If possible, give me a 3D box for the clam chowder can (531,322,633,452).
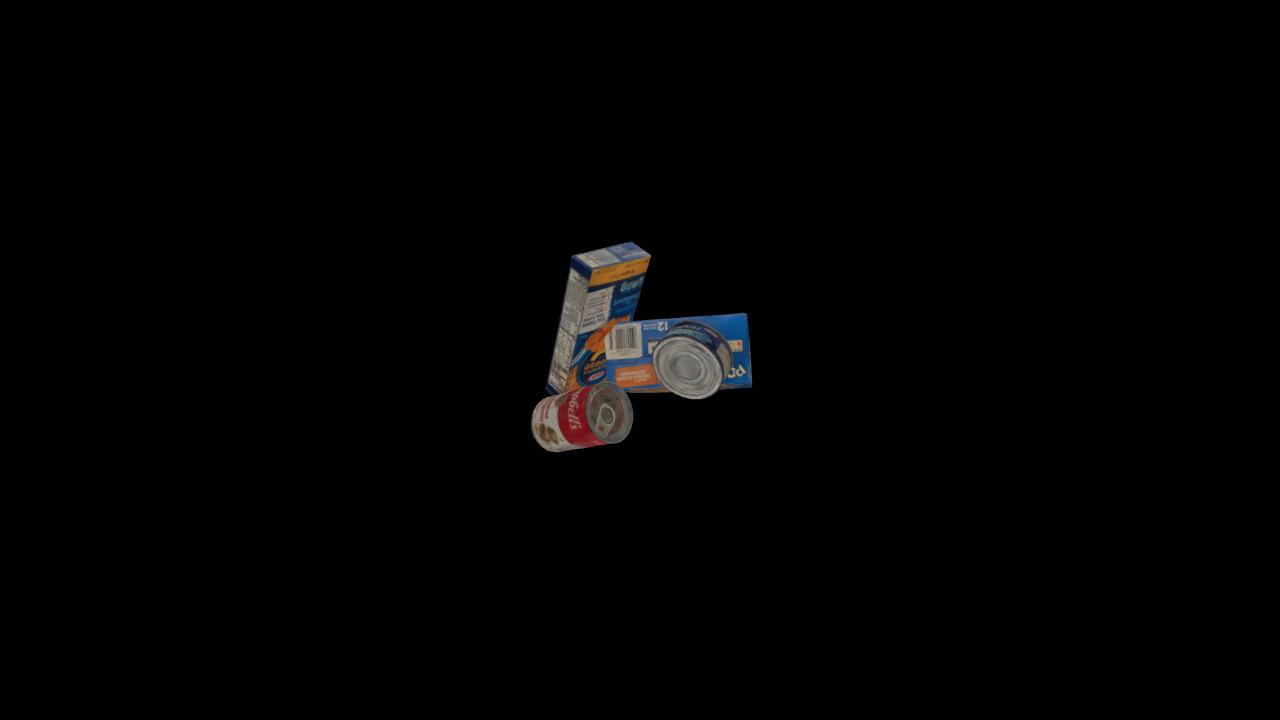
[{"bbox_3d":[-0.067,0.066,0.689,0.102,0.068,0.068,-17,-11,43],"label":"clam chowder can"}]

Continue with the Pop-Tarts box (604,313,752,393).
[{"bbox_3d":[0.052,-0.003,0.757,0.167,0.083,0.141,-3,-4,10],"label":"Pop-Tarts box"}]

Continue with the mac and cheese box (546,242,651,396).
[{"bbox_3d":[-0.051,-0.041,0.713,0.041,0.184,0.093,37,40,27],"label":"mac and cheese box"}]

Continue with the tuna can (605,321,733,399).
[{"bbox_3d":[0.056,0.001,0.666,0.084,0.084,0.034,0,32,29],"label":"tuna can"}]
